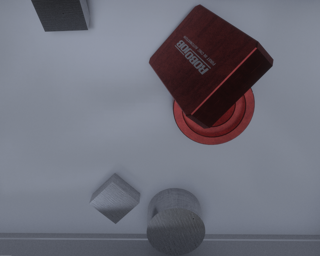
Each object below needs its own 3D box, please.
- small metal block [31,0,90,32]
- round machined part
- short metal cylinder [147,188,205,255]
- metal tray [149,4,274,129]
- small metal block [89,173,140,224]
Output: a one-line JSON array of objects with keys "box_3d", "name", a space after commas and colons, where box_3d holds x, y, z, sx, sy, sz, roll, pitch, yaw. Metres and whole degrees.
[{"box_3d": [-0.110, -0.137, 0.346, 0.050, 0.025, 0.050, -2, 149, 0], "name": "small metal block"}, {"box_3d": [0.065, -0.031, 0.392, 0.099, 0.042, 0.097, 0, 110, -1], "name": "round machined part"}, {"box_3d": [0.022, 0.135, 0.448, 0.081, 0.050, 0.079, 0, 110, -1], "name": "short metal cylinder"}, {"box_3d": [0.045, -0.071, 0.329, 0.030, 0.130, 0.090, 32, 108, -37], "name": "metal tray"}, {"box_3d": [-0.065, 0.102, 0.448, 0.050, 0.025, 0.050, 43, 104, -15], "name": "small metal block"}]
